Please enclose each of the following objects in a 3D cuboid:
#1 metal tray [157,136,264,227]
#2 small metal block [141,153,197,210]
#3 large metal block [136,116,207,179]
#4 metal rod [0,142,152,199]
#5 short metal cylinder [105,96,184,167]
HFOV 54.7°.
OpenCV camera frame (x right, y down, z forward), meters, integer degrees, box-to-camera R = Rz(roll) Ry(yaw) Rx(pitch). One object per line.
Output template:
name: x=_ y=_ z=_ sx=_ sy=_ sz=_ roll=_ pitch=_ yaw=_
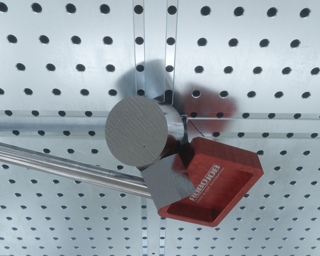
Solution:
metal tray: x=0.060 y=0.076 z=0.404 sx=0.091 sy=0.030 sz=0.129 roll=16 pitch=128 yaw=-14
small metal block: x=0.009 y=0.064 z=0.371 sx=0.025 sy=0.050 sz=0.050 roll=-15 pitch=164 yaw=-41
large metal block: x=0.025 y=0.042 z=0.430 sx=0.080 sy=0.050 sz=0.080 roll=-28 pitch=125 yaw=21
metal rod: x=-0.142 y=0.049 z=0.413 sx=0.302 sy=0.025 sz=0.025 roll=13 pitch=130 yaw=3
short metal cylinder: x=-0.018 y=0.004 z=0.371 sx=0.080 sy=0.080 sz=0.050 roll=-28 pitch=168 yaw=21
